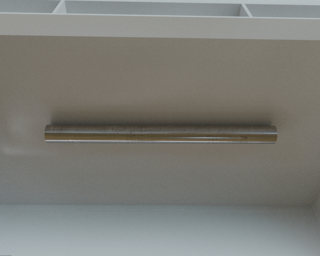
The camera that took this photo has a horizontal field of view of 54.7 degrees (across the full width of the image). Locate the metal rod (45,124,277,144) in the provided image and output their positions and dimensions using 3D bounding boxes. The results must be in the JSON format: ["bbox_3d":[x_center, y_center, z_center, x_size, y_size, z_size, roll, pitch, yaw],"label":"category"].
[{"bbox_3d":[0.002,0.008,0.414,0.302,0.025,0.025,0,130,-1],"label":"metal rod"}]
